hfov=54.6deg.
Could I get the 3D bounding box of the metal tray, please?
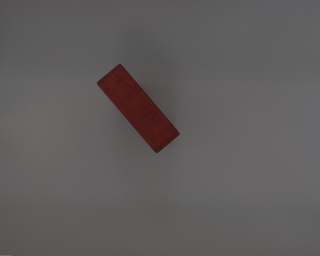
[{"bbox_3d":[-0.021,-0.019,0.359,0.030,0.130,0.090,-40,90,0],"label":"metal tray"}]
